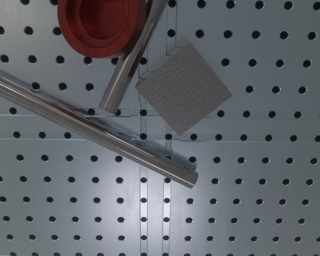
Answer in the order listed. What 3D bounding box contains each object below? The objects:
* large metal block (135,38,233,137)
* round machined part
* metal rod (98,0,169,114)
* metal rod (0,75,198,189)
[{"bbox_3d":[0.028,-0.051,0.382,0.080,0.050,0.080,-39,106,13],"label":"large metal block"},{"bbox_3d":[-0.060,-0.127,0.345,0.098,0.042,0.097,3,100,19],"label":"round machined part"},{"bbox_3d":[-0.003,-0.151,0.357,0.025,0.025,0.298,25,108,-9],"label":"metal rod"},{"bbox_3d":[-0.084,0.007,0.415,0.301,0.025,0.025,27,108,-10],"label":"metal rod"}]
